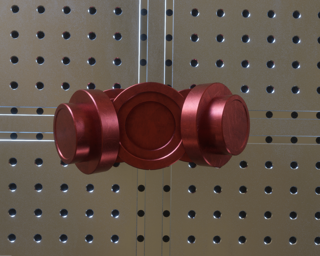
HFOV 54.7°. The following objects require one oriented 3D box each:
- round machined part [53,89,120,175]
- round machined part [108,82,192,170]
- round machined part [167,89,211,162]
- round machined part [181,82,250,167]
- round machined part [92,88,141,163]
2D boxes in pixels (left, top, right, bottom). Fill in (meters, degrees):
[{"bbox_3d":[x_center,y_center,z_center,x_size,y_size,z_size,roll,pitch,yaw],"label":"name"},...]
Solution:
[{"bbox_3d":[-0.089,0.005,0.353,0.042,0.098,0.097,-6,90,-38],"label":"round machined part"},{"bbox_3d":[-0.011,-0.002,0.362,0.099,0.042,0.097,0,90,-1],"label":"round machined part"},{"bbox_3d":[0.043,-0.003,0.405,0.099,0.042,0.097,0,90,-1],"label":"round machined part"},{"bbox_3d":[0.069,-0.004,0.355,0.042,0.099,0.097,0,90,40],"label":"round machined part"},{"bbox_3d":[-0.055,-0.003,0.404,0.099,0.042,0.097,0,90,-1],"label":"round machined part"}]
